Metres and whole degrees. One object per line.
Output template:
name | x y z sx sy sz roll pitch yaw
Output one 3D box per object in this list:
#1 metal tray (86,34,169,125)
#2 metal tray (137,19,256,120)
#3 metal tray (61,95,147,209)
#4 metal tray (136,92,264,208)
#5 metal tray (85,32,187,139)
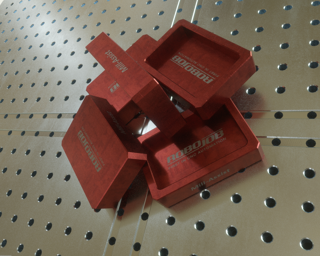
metal tray | -0.040 -0.074 0.469 0.130 0.030 0.090 -43 51 -2
metal tray | 0.041 -0.079 0.392 0.090 0.030 0.130 -45 51 -4
metal tray | -0.078 0.028 0.403 0.090 0.030 0.130 -57 48 20
metal tray | 0.041 0.024 0.366 0.130 0.030 0.090 -29 52 9
metal tray | -0.030 -0.052 0.373 0.030 0.090 0.130 -42 51 0
